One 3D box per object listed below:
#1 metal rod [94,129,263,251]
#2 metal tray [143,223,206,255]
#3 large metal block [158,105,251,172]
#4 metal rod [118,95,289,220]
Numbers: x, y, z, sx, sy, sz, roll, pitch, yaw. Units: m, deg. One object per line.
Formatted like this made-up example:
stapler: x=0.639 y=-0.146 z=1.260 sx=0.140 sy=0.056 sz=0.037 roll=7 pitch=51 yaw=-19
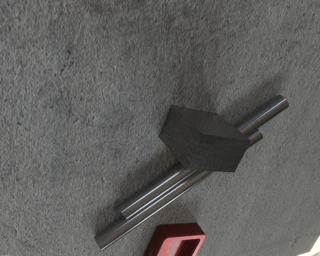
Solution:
metal rod: x=0.033 y=0.090 z=0.482 sx=0.301 sy=0.025 sz=0.025 roll=-34 pitch=129 yaw=-7
metal tray: x=0.017 y=0.232 z=0.558 sx=0.091 sy=0.030 sz=0.129 roll=9 pitch=114 yaw=-33
large metal block: x=0.057 y=0.014 z=0.413 sx=0.081 sy=0.080 sz=0.050 roll=8 pitch=114 yaw=-32
metal rod: x=0.070 y=0.041 z=0.472 sx=0.301 sy=0.025 sz=0.025 roll=-34 pitch=129 yaw=-7
